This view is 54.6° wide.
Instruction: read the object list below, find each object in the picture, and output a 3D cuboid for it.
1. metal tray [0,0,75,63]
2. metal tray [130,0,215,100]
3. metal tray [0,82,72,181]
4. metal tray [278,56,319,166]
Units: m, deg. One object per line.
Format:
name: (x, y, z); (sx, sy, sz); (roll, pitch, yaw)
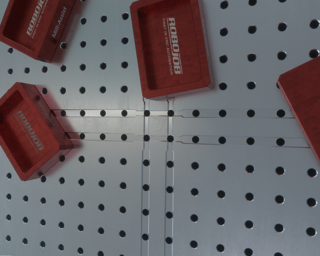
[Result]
metal tray: (-0.189, -0.178, 0.477); (0.090, 0.030, 0.129); (28, 99, 17)
metal tray: (0.015, -0.108, 0.404); (0.090, 0.030, 0.129); (-9, 87, 19)
metal tray: (-0.207, 0.005, 0.483); (0.090, 0.030, 0.130); (-39, 78, 15)
metal tray: (0.200, -0.018, 0.339); (0.090, 0.030, 0.130); (-27, 81, 18)
